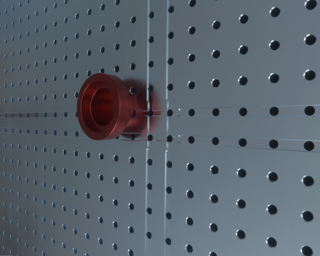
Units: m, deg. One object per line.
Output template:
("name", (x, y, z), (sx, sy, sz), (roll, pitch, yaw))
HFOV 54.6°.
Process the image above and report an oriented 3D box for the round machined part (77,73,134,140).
("round machined part", (-0.078, -0.031, 0.464), (0.098, 0.042, 0.097), (0, 90, 40))
